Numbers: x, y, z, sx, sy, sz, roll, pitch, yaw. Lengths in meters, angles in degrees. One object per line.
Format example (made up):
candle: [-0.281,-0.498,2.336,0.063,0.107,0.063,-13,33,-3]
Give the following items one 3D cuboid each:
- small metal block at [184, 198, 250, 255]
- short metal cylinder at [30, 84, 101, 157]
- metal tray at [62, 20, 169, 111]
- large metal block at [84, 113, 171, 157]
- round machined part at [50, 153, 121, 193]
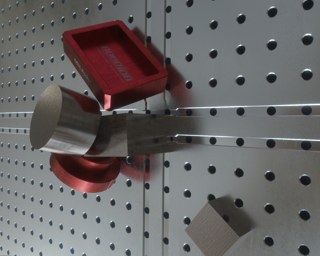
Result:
small metal block: [0.064,0.118,0.355,0.050,0.025,0.050,47,117,29]
short metal cylinder: [-0.117,-0.008,0.380,0.080,0.050,0.080,-19,62,42]
metal tray: [-0.061,-0.088,0.413,0.130,0.091,0.030,52,150,27]
large metal block: [-0.043,0.010,0.407,0.080,0.081,0.050,-4,88,39]
round machined part: [-0.101,0.042,0.442,0.098,0.099,0.042,47,120,29]
